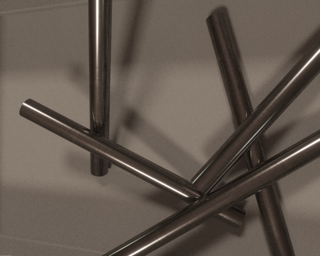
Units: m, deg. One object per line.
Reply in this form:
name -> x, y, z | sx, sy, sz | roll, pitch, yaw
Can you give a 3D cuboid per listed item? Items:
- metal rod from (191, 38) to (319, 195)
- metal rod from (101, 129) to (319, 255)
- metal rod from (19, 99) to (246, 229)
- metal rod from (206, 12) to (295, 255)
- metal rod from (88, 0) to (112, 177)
metal rod -> 0.143, -0.044, 0.341 | 0.025, 0.025, 0.299 | 43, 96, 14
metal rod -> 0.058, 0.088, 0.352 | 0.300, 0.025, 0.025 | -32, 80, 9
metal rod -> -0.036, 0.043, 0.384 | 0.301, 0.025, 0.025 | 27, 99, 3
metal rod -> 0.107, 0.006, 0.372 | 0.025, 0.025, 0.298 | -16, 85, 19
metal rod -> -0.072, -0.067, 0.368 | 0.025, 0.025, 0.298 | 18, 121, 19
